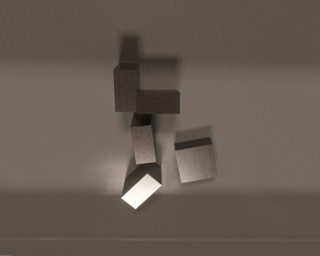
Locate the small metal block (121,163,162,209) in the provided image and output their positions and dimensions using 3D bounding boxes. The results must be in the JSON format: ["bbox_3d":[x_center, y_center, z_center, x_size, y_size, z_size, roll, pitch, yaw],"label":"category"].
[{"bbox_3d":[-0.024,0.074,0.425,0.025,0.050,0.050,42,105,-14],"label":"small metal block"}]

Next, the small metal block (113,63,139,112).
[{"bbox_3d":[-0.040,-0.051,0.379,0.025,0.050,0.050,1,110,0],"label":"small metal block"}]

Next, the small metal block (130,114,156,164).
[{"bbox_3d":[-0.020,0.012,0.402,0.025,0.050,0.050,-6,110,2],"label":"small metal block"}]

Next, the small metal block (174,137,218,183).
[{"bbox_3d":[0.049,0.044,0.428,0.050,0.025,0.050,-11,110,3],"label":"small metal block"}]

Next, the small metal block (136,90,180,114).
[{"bbox_3d":[-0.002,-0.033,0.384,0.050,0.050,0.025,0,101,-1],"label":"small metal block"}]
